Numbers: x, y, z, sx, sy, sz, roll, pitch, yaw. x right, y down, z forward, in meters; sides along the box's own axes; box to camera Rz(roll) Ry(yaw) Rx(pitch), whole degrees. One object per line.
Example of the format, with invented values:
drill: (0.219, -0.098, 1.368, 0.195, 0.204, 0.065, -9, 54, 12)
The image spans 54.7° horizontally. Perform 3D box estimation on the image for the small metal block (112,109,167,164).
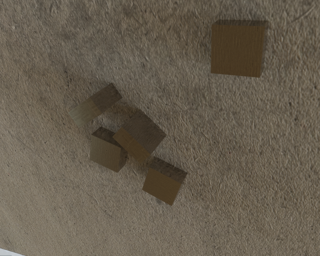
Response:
small metal block: (-0.026, 0.010, 0.411, 0.050, 0.050, 0.025, 44, 129, -3)

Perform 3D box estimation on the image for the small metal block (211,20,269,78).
small metal block: (0.080, -0.081, 0.314, 0.050, 0.025, 0.050, 10, 123, 23)

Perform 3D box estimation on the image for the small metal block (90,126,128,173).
small metal block: (-0.077, 0.033, 0.468, 0.050, 0.025, 0.050, 23, 127, 14)

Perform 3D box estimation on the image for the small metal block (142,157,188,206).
small metal block: (0.006, 0.078, 0.452, 0.050, 0.025, 0.050, 27, 128, 11)

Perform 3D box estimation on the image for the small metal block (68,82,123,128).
small metal block: (-0.087, -0.031, 0.417, 0.050, 0.050, 0.025, -26, 104, 37)
